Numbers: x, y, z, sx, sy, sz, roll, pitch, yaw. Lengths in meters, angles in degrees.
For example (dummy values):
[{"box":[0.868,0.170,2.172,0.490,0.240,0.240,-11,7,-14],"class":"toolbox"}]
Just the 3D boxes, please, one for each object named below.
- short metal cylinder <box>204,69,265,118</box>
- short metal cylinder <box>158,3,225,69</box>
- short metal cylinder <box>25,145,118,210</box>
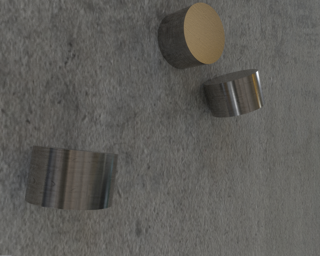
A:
[{"box":[0.111,-0.053,0.465,0.081,0.080,0.050,-28,108,-37],"class":"short metal cylinder"},{"box":[0.044,-0.125,0.427,0.081,0.050,0.079,0,90,-40],"class":"short metal cylinder"},{"box":[-0.084,0.046,0.300,0.081,0.080,0.050,10,84,-40],"class":"short metal cylinder"}]
